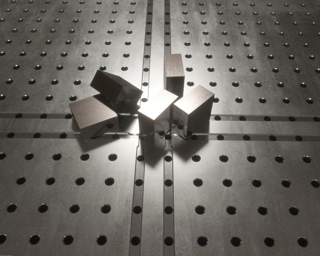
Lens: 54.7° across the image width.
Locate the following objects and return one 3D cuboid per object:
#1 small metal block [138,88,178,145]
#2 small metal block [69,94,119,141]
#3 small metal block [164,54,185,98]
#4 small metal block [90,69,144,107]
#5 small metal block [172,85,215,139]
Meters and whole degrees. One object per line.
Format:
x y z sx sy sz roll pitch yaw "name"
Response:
-0.002 -0.015 0.404 0.025 0.050 0.050 30 56 23 "small metal block"
-0.089 -0.016 0.420 0.050 0.025 0.050 -21 54 -17 "small metal block"
0.020 -0.073 0.453 0.025 0.050 0.050 -3 50 -2 "small metal block"
-0.060 -0.055 0.435 0.050 0.025 0.050 35 14 25 "small metal block"
0.043 -0.021 0.410 0.025 0.050 0.050 38 59 27 "small metal block"
